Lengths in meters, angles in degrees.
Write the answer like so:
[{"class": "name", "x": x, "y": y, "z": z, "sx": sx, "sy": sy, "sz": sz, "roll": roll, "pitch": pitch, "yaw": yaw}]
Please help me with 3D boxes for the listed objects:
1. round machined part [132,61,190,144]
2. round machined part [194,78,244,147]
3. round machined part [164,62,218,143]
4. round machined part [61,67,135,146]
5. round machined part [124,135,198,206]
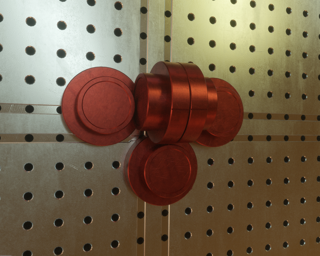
[{"class": "round machined part", "x": -0.005, "y": -0.030, "z": 0.366, "sx": 0.042, "sy": 0.098, "sz": 0.097, "roll": 1, "pitch": 90, "yaw": -20}, {"class": "round machined part", "x": 0.076, "y": -0.022, "z": 0.432, "sx": 0.099, "sy": 0.042, "sz": 0.097, "roll": 0, "pitch": 90, "yaw": -21}, {"class": "round machined part", "x": 0.036, "y": -0.031, "z": 0.382, "sx": 0.042, "sy": 0.098, "sz": 0.097, "roll": -1, "pitch": 91, "yaw": -20}, {"class": "round machined part", "x": -0.069, "y": -0.027, "z": 0.379, "sx": 0.099, "sy": 0.042, "sz": 0.097, "roll": 0, "pitch": 90, "yaw": -21}, {"class": "round machined part", "x": 0.006, "y": 0.054, "z": 0.407, "sx": 0.099, "sy": 0.042, "sz": 0.097, "roll": 0, "pitch": 90, "yaw": -21}]
